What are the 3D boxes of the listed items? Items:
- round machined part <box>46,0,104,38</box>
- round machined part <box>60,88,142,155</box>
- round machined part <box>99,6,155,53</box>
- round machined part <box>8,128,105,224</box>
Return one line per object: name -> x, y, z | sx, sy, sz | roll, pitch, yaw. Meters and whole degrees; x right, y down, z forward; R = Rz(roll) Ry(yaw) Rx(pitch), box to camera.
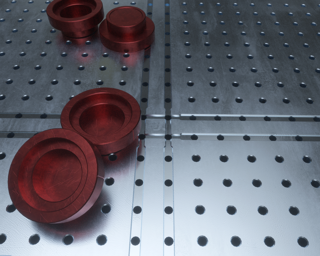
round machined part -> -0.151, -0.201, 0.563 | 0.099, 0.042, 0.098 | 0, 50, 1
round machined part -> -0.073, -0.004, 0.398 | 0.099, 0.042, 0.098 | 1, 49, -1
round machined part -> -0.058, -0.180, 0.547 | 0.099, 0.042, 0.098 | 0, 50, 0
round machined part -> -0.107, 0.053, 0.336 | 0.098, 0.042, 0.098 | -3, 73, 9
